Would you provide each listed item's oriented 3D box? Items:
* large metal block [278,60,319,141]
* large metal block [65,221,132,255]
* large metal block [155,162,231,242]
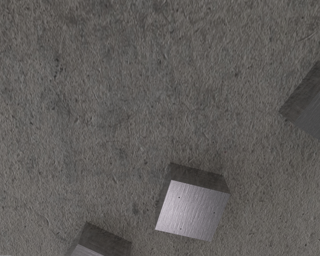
[{"bbox_3d":[0.214,-0.026,0.389,0.080,0.050,0.080,30,107,-11],"label":"large metal block"},{"bbox_3d":[-0.100,0.203,0.470,0.080,0.050,0.080,29,107,-11],"label":"large metal block"},{"bbox_3d":[0.043,0.103,0.435,0.080,0.050,0.079,14,109,-6],"label":"large metal block"}]
